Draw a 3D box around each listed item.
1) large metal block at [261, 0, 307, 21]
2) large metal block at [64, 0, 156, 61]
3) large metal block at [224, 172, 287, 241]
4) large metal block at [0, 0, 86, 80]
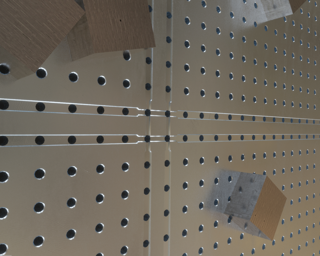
[{"bbox_3d":[0.231,-0.262,0.584,0.080,0.050,0.080,-44,117,-31],"label":"large metal block"},{"bbox_3d":[-0.058,-0.122,0.343,0.081,0.050,0.080,-18,102,-39],"label":"large metal block"},{"bbox_3d":[0.165,0.133,0.530,0.080,0.050,0.080,43,64,-31],"label":"large metal block"},{"bbox_3d":[-0.131,-0.103,0.282,0.080,0.050,0.080,44,64,-31],"label":"large metal block"}]
